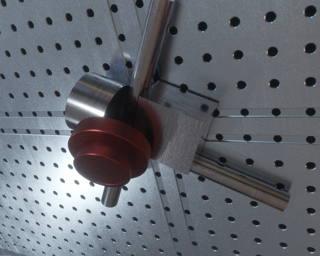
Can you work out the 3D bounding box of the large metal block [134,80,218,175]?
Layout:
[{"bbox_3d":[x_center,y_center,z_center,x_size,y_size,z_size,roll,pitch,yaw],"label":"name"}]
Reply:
[{"bbox_3d":[0.016,-0.001,0.380,0.080,0.050,0.079,23,127,13],"label":"large metal block"}]

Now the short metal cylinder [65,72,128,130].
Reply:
[{"bbox_3d":[-0.075,-0.025,0.397,0.050,0.080,0.079,23,127,14],"label":"short metal cylinder"}]

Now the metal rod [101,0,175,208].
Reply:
[{"bbox_3d":[-0.036,-0.013,0.396,0.025,0.025,0.298,25,120,12],"label":"metal rod"}]

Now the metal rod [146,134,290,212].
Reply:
[{"bbox_3d":[0.022,0.037,0.421,0.301,0.025,0.025,22,127,14],"label":"metal rod"}]

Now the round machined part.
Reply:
[{"bbox_3d":[-0.063,0.035,0.369,0.098,0.042,0.097,9,140,8],"label":"round machined part"}]
